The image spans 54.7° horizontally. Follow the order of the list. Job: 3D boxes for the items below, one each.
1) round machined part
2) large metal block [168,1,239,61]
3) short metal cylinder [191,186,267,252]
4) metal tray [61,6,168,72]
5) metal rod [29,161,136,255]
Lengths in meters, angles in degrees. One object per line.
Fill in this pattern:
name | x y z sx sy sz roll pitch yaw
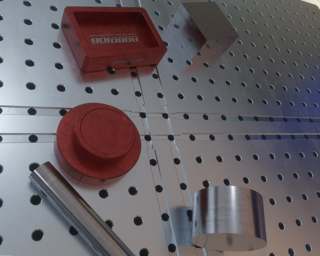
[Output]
round machined part | -0.067 0.012 0.354 0.099 0.042 0.098 14 56 -21
large metal block | 0.075 -0.169 0.535 0.081 0.050 0.080 -19 72 -35
short metal cylinder | 0.077 0.104 0.350 0.081 0.080 0.050 18 55 -18
metal tray | -0.064 -0.132 0.450 0.131 0.030 0.090 -15 69 -34
metal rod | -0.019 0.150 0.305 0.300 0.025 0.025 46 51 4
